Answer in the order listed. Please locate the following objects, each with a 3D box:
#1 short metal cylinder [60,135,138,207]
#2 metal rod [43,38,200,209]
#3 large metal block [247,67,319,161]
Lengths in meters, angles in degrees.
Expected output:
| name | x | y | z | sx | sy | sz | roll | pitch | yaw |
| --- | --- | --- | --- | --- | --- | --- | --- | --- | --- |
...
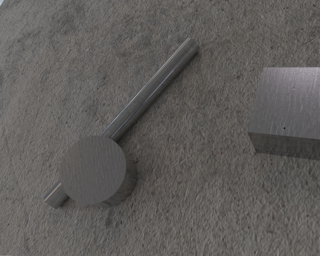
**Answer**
| name | x | y | z | sx | sy | sz | roll | pitch | yaw |
| --- | --- | --- | --- | --- | --- | --- | --- | --- | --- |
| short metal cylinder | -0.073 | 0.054 | 0.378 | 0.080 | 0.050 | 0.080 | -3 | 71 | 10 |
| metal rod | -0.050 | -0.011 | 0.436 | 0.300 | 0.025 | 0.025 | -49 | 51 | -7 |
| large metal block | 0.144 | -0.015 | 0.322 | 0.080 | 0.050 | 0.080 | 6 | 65 | 31 |
